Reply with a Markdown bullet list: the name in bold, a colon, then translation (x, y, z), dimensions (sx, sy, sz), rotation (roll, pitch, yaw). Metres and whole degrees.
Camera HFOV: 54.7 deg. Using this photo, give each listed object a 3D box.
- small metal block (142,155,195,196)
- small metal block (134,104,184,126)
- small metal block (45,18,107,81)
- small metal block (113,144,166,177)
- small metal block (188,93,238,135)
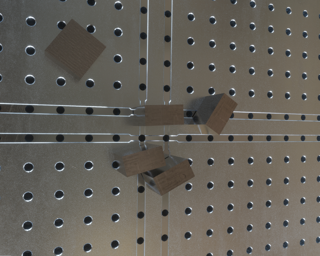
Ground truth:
- **small metal block**: translation (0.009, 0.060, 0.404), dimensions (0.050, 0.050, 0.025), rotation (-27, 99, -18)
- **small metal block**: translation (-0.003, -0.016, 0.399), dimensions (0.050, 0.050, 0.025), rotation (-3, 91, -20)
- **small metal block**: translation (-0.102, -0.093, 0.375), dimensions (0.050, 0.025, 0.050), rotation (38, 78, -16)
- **small metal block**: translation (-0.027, 0.039, 0.390), dimensions (0.050, 0.050, 0.025), rotation (-14, 95, -20)
- **small metal block**: translation (0.072, -0.018, 0.427), dimensions (0.025, 0.050, 0.050), rotation (36, 78, -17)
